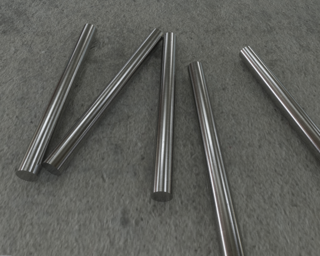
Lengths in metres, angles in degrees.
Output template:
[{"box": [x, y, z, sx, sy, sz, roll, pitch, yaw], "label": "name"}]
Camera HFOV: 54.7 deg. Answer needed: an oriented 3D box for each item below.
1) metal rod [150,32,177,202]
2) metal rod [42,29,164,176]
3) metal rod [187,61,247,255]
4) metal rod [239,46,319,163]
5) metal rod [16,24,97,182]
[{"box": [0.009, -0.039, 0.436, 0.025, 0.025, 0.300, 2, 50, 2], "label": "metal rod"}, {"box": [-0.066, -0.057, 0.449, 0.025, 0.025, 0.301, 19, 52, 15], "label": "metal rod"}, {"box": [0.063, 0.021, 0.386, 0.025, 0.025, 0.300, -2, 50, -2], "label": "metal rod"}, {"box": [0.185, -0.014, 0.417, 0.025, 0.025, 0.300, -13, 51, -11], "label": "metal rod"}, {"box": [-0.138, -0.059, 0.450, 0.025, 0.025, 0.300, 4, 50, 3], "label": "metal rod"}]
